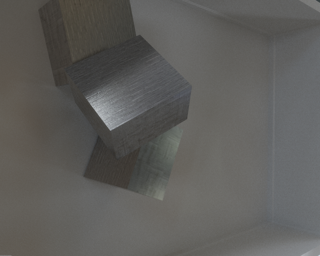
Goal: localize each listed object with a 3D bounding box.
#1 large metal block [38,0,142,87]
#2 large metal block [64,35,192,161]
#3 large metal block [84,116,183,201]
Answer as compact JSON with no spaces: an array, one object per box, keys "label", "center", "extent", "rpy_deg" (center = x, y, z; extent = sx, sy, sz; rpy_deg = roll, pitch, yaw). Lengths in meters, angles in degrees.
[{"label":"large metal block","center":[-0.072,-0.092,0.331],"extent":[0.081,0.050,0.079],"rpy_deg":[-17,101,-39]},{"label":"large metal block","center":[-0.029,-0.030,0.289],"extent":[0.080,0.080,0.050],"rpy_deg":[-30,152,-20]},{"label":"large metal block","center":[-0.030,0.029,0.345],"extent":[0.050,0.080,0.080],"rpy_deg":[29,72,-40]}]
